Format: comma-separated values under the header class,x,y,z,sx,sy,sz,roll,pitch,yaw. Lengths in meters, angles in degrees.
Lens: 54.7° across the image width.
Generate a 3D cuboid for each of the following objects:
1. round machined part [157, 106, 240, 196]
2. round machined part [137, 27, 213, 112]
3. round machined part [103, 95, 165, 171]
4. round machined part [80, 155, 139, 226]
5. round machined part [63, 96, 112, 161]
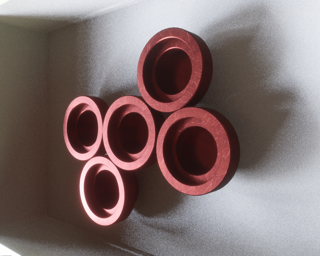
class,x,y,z,sx,sy,sz,roll,pitch,yaw
round machined part,0.047,0.025,0.354,0.098,0.042,0.097,0,90,40
round machined part,0.022,-0.067,0.375,0.098,0.042,0.097,0,90,40
round machined part,-0.029,0.006,0.415,0.098,0.042,0.097,0,90,40
round machined part,-0.070,0.088,0.449,0.098,0.042,0.097,0,90,40
round machined part,-0.103,0.000,0.478,0.098,0.042,0.097,0,90,40
